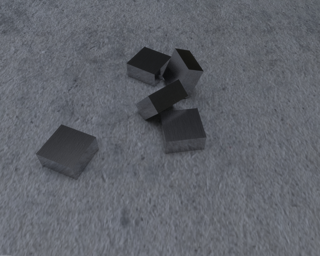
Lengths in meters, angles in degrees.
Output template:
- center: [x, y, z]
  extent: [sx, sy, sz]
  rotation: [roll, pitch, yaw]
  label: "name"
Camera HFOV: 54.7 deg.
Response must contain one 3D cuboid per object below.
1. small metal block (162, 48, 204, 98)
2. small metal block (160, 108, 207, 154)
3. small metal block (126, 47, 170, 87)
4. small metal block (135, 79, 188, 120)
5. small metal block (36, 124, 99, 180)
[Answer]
- center: [0.032, -0.079, 0.450]
  extent: [0.025, 0.050, 0.050]
  rotation: [1, 46, -30]
  label: "small metal block"
- center: [0.028, 0.003, 0.401]
  extent: [0.050, 0.025, 0.050]
  rotation: [-6, 50, -6]
  label: "small metal block"
- center: [-0.016, -0.096, 0.484]
  extent: [0.050, 0.025, 0.050]
  rotation: [25, 54, 19]
  label: "small metal block"
- center: [0.001, -0.037, 0.415]
  extent: [0.050, 0.050, 0.025]
  rotation: [-32, 95, -24]
  label: "small metal block"
- center: [-0.111, 0.029, 0.378]
  extent: [0.050, 0.025, 0.050]
  rotation: [19, 52, 15]
  label: "small metal block"
